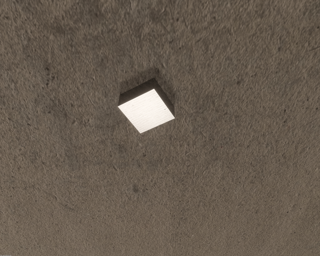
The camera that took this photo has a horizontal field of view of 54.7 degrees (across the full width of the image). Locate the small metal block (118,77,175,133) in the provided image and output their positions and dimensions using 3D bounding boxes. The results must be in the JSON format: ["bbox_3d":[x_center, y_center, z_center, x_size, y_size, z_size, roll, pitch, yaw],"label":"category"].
[{"bbox_3d":[-0.016,-0.027,0.384,0.050,0.025,0.050,-24,127,18],"label":"small metal block"}]
